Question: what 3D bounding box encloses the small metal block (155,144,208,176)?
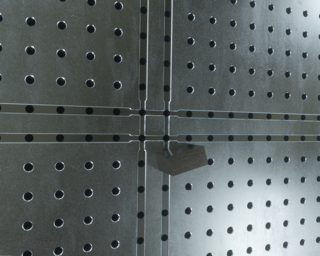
[{"bbox_3d":[0.028,0.041,0.411,0.050,0.050,0.025,-15,96,-20],"label":"small metal block"}]
